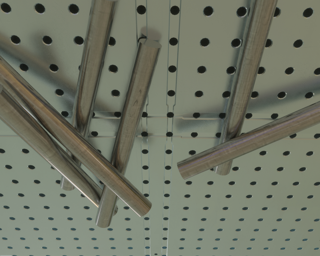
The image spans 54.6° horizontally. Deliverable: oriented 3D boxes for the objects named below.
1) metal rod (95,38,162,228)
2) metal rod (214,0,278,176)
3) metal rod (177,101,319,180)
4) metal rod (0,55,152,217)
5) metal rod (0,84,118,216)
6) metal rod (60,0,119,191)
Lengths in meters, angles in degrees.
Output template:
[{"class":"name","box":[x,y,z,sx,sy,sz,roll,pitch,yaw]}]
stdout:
[{"class":"metal rod","box":[-0.050,0.028,0.413,0.025,0.025,0.298,12,123,-10]},{"class":"metal rod","box":[0.099,-0.052,0.367,0.025,0.025,0.298,2,130,-2]},{"class":"metal rod","box":[0.162,-0.004,0.386,0.300,0.025,0.025,-25,126,11]},{"class":"metal rod","box":[-0.115,0.007,0.378,0.025,0.025,0.300,-32,112,24]},{"class":"metal rod","box":[-0.124,0.053,0.417,0.025,0.025,0.299,-12,141,10]},{"class":"metal rod","box":[-0.098,-0.020,0.393,0.025,0.025,0.298,14,129,-11]}]
